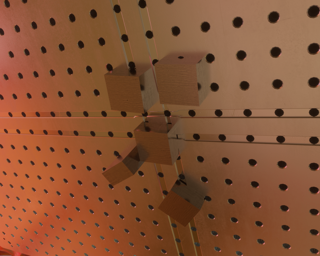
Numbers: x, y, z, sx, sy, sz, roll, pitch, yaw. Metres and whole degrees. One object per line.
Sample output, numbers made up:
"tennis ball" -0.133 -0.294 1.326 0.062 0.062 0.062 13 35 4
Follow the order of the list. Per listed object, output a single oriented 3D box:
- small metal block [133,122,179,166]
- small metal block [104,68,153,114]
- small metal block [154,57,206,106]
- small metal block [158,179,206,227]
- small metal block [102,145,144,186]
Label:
"small metal block" -0.004 0.021 0.427 0.050 0.025 0.050 5 121 26
"small metal block" -0.040 -0.049 0.403 0.050 0.025 0.050 7 122 24
"small metal block" 0.025 -0.055 0.365 0.050 0.025 0.050 6 121 25
"small metal block" 0.032 0.113 0.465 0.050 0.025 0.050 34 129 6
"small metal block" -0.050 0.053 0.455 0.050 0.050 0.025 -33 100 38
